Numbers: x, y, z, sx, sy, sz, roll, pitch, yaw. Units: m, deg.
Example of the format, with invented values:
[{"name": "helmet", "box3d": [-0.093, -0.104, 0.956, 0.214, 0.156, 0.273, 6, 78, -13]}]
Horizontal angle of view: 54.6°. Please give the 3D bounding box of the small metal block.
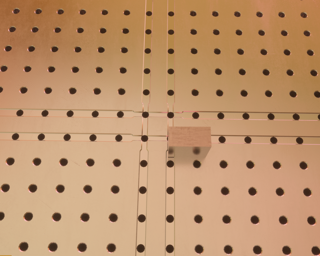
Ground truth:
[{"name": "small metal block", "box3d": [0.036, 0.018, 0.392, 0.050, 0.050, 0.025, 0, 70, 0]}]
